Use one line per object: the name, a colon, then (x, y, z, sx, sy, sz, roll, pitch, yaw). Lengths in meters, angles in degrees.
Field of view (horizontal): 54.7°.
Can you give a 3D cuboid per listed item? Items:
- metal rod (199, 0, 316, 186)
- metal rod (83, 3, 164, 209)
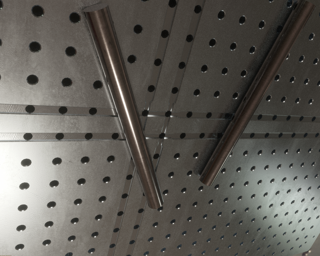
metal rod: (0.136, -0.040, 0.463, 0.025, 0.025, 0.298, 13, 112, -34)
metal rod: (-0.035, -0.001, 0.392, 0.025, 0.025, 0.298, -24, 128, -14)
